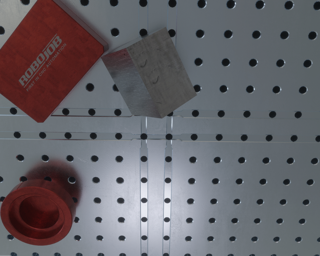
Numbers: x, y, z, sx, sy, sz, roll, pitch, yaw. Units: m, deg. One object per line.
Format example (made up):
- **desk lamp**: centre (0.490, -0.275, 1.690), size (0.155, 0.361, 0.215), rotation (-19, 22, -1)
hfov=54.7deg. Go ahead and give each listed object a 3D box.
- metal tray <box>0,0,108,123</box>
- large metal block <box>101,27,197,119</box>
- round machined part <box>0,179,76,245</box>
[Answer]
- **metal tray**: centre (-0.139, -0.081, 0.379), size (0.090, 0.030, 0.130), rotation (42, 105, -14)
- **large metal block**: centre (-0.015, -0.060, 0.354), size (0.050, 0.080, 0.080), rotation (-35, 110, -21)
- **round machined part**: centre (-0.170, 0.116, 0.445), size (0.099, 0.042, 0.097), rotation (0, 110, 0)
